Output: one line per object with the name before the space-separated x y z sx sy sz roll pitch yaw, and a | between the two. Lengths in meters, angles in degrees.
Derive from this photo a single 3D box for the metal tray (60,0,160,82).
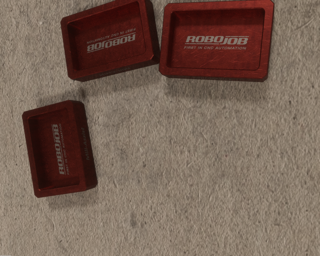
metal tray | -0.070 -0.122 0.429 0.130 0.030 0.089 -10 87 19

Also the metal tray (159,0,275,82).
metal tray | 0.068 -0.106 0.381 0.130 0.030 0.089 6 92 19

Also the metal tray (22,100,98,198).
metal tray | -0.149 0.031 0.456 0.090 0.030 0.129 -12 86 19
